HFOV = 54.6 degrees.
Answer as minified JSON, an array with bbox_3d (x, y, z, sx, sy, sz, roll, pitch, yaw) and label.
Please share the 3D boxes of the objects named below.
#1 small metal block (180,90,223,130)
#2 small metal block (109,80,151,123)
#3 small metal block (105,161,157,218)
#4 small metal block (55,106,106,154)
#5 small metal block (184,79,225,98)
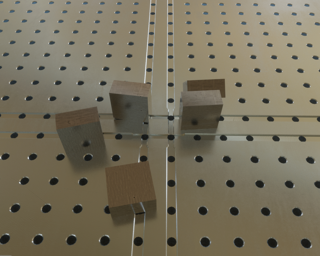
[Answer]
[{"bbox_3d":[0.053,-0.023,0.410,0.050,0.050,0.025,-3,54,-3],"label":"small metal block"},{"bbox_3d":[-0.038,-0.036,0.421,0.050,0.050,0.025,7,51,5],"label":"small metal block"},{"bbox_3d":[-0.033,0.068,0.350,0.050,0.025,0.050,-9,51,-7],"label":"small metal block"},{"bbox_3d":[-0.099,0.004,0.388,0.050,0.050,0.025,-12,51,-10],"label":"small metal block"},{"bbox_3d":[0.060,-0.054,0.435,0.050,0.050,0.025,-3,95,-2],"label":"small metal block"}]
